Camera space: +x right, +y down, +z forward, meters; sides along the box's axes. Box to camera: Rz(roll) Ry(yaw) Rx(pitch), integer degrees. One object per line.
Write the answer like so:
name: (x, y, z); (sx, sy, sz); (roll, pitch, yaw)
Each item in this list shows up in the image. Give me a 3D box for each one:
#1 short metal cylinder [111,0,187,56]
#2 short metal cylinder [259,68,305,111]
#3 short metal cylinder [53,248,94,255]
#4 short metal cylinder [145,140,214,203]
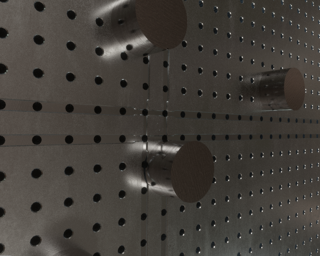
short metal cylinder: (-0.012, -0.133, 0.384); (0.081, 0.050, 0.079); (0, 90, -40)
short metal cylinder: (0.234, -0.072, 0.593); (0.081, 0.050, 0.079); (0, 90, -40)
short metal cylinder: (-0.088, 0.173, 0.321); (0.081, 0.050, 0.079); (0, 90, -40)
short metal cylinder: (0.028, 0.056, 0.418); (0.081, 0.050, 0.079); (0, 90, -40)
